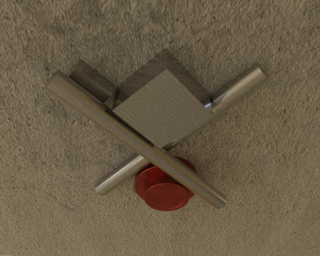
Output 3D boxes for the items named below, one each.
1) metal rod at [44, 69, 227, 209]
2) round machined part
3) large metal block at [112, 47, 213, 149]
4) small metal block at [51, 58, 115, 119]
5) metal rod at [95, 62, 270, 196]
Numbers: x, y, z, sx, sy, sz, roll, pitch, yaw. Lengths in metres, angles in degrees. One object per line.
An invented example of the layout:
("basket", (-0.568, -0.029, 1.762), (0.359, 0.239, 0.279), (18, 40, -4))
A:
("metal rod", (-0.012, 0.030, 0.400), (0.025, 0.025, 0.301), (-36, 122, 26))
("round machined part", (0.010, 0.091, 0.474), (0.099, 0.042, 0.097), (-1, 130, 0))
("large metal block", (0.003, -0.033, 0.366), (0.080, 0.050, 0.080), (-34, 123, 25))
("small metal block", (-0.091, -0.046, 0.370), (0.050, 0.025, 0.050), (35, 121, -27))
("metal rod", (0.013, 0.015, 0.424), (0.299, 0.025, 0.025), (-37, 121, 27))
